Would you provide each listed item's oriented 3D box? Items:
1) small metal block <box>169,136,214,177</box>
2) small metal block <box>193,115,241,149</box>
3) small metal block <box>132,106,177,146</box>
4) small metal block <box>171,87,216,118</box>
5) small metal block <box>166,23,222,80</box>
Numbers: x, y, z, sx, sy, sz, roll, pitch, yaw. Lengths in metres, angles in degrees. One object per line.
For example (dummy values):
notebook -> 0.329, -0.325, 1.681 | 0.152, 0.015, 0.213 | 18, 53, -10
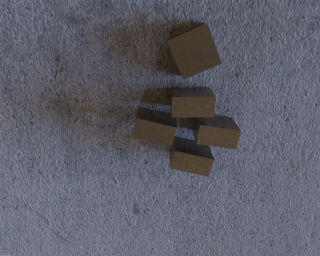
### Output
small metal block -> 0.040, 0.036, 0.410 | 0.050, 0.050, 0.025 | 13, 110, -5
small metal block -> 0.071, 0.003, 0.398 | 0.050, 0.050, 0.025 | 8, 110, -3
small metal block -> -0.007, -0.003, 0.395 | 0.050, 0.050, 0.025 | 13, 110, -5
small metal block -> 0.039, -0.033, 0.385 | 0.050, 0.050, 0.025 | 0, 110, 0
small metal block -> 0.041, -0.093, 0.376 | 0.050, 0.025, 0.050 | -22, 109, 8
